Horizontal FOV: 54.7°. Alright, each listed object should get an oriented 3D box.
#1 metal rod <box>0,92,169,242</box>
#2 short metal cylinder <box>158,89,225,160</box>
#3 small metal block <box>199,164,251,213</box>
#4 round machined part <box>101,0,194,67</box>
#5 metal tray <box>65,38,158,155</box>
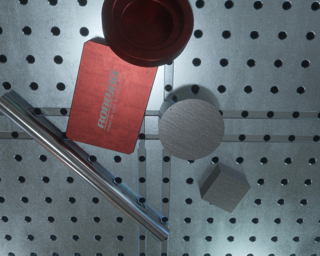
[{"bbox_3d":[-0.099,0.063,0.435,0.025,0.025,0.300,-42,105,14],"label":"metal rod"},{"bbox_3d":[0.038,-0.005,0.399,0.081,0.050,0.079,0,110,-1],"label":"short metal cylinder"},{"bbox_3d":[0.093,0.087,0.447,0.050,0.025,0.050,28,107,-10],"label":"small metal block"},{"bbox_3d":[-0.015,-0.114,0.347,0.099,0.042,0.097,2,79,-9],"label":"round machined part"},{"bbox_3d":[-0.061,-0.038,0.396,0.091,0.030,0.129,15,109,-6],"label":"metal tray"}]
